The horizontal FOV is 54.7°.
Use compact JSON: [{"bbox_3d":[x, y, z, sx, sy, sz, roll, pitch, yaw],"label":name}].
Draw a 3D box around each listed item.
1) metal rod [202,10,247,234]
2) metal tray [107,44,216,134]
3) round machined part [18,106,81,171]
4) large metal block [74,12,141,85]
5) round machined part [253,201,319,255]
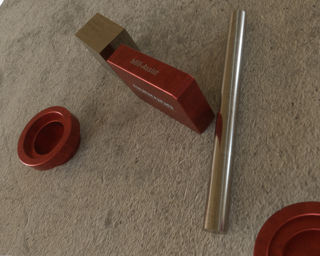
[{"bbox_3d":[0.083,-0.027,0.376,0.025,0.025,0.300,-2,60,27],"label":"metal rod"},{"bbox_3d":[0.001,-0.050,0.392,0.130,0.090,0.030,33,81,38],"label":"metal tray"},{"bbox_3d":[-0.160,0.019,0.465,0.098,0.042,0.098,-13,56,21],"label":"round machined part"},{"bbox_3d":[-0.073,-0.121,0.481,0.050,0.080,0.080,-46,51,-4],"label":"large metal block"},{"bbox_3d":[0.131,0.114,0.255,0.098,0.042,0.098,-13,56,21],"label":"round machined part"}]
